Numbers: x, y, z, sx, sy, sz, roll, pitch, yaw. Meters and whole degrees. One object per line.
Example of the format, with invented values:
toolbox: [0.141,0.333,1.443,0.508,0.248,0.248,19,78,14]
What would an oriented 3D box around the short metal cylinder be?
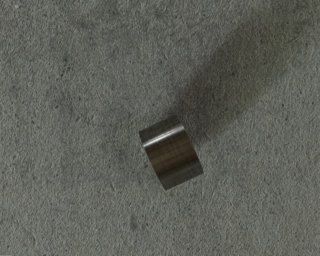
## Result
short metal cylinder: [0.014,0.030,0.383,0.050,0.080,0.080,-25,90,0]
